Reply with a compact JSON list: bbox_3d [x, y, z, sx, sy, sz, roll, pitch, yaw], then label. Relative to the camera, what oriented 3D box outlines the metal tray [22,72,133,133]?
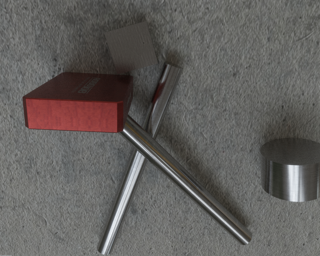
[{"bbox_3d":[-0.079,-0.033,0.340,0.091,0.130,0.030,3,110,-2],"label":"metal tray"}]

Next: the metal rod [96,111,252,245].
[{"bbox_3d":[0.031,0.070,0.417,0.025,0.025,0.300,-40,113,13],"label":"metal rod"}]

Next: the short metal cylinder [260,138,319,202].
[{"bbox_3d":[0.173,0.052,0.402,0.080,0.080,0.050,-7,110,2],"label":"short metal cylinder"}]

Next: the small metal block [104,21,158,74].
[{"bbox_3d":[-0.033,-0.097,0.373,0.050,0.025,0.050,-14,110,5],"label":"small metal block"}]

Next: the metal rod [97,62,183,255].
[{"bbox_3d":[-0.034,0.054,0.429,0.025,0.025,0.298,19,109,-7],"label":"metal rod"}]
